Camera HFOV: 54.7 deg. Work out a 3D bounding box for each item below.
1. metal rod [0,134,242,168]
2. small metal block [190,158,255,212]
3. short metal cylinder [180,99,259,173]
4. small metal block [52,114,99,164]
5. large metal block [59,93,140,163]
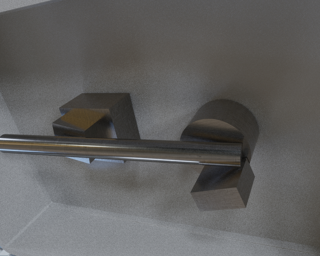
[{"bbox_3d":[-0.061,0.024,0.361,0.301,0.025,0.025,1,119,18],"label":"metal rod"},{"bbox_3d":[0.067,0.059,0.325,0.050,0.050,0.025,-15,111,34],"label":"small metal block"},{"bbox_3d":[0.070,0.013,0.361,0.080,0.050,0.079,13,124,20],"label":"short metal cylinder"},{"bbox_3d":[-0.109,0.014,0.406,0.050,0.025,0.050,12,123,21],"label":"small metal block"},{"bbox_3d":[-0.080,-0.002,0.428,0.080,0.050,0.079,3,120,26],"label":"large metal block"}]
